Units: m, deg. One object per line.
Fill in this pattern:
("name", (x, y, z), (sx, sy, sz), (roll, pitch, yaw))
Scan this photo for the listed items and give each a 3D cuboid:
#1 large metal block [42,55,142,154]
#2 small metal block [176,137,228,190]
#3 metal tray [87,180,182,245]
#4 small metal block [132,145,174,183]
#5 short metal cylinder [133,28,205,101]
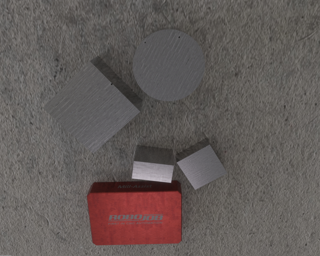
("large metal block", (-0.080, -0.030, 0.385), (0.080, 0.050, 0.080), (-41, 105, 13))
("small metal block", (0.057, 0.049, 0.428), (0.050, 0.025, 0.050), (-30, 108, 10))
("metal tray", (-0.034, 0.124, 0.453), (0.131, 0.030, 0.089), (-1, 110, 0))
("small metal block", (-0.009, 0.047, 0.414), (0.050, 0.050, 0.025), (7, 110, -3))
("short metal cylinder", (0.010, -0.077, 0.368), (0.081, 0.050, 0.079), (0, 110, 0))
